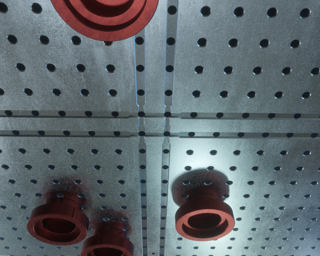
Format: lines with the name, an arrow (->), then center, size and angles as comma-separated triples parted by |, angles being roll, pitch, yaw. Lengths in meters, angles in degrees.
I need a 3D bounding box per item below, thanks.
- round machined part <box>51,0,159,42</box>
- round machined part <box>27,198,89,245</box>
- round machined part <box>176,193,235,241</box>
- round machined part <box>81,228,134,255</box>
round machined part -> -0.049, -0.134, 0.285 | 0.099, 0.042, 0.097 | -1, 130, 0
round machined part -> -0.171, 0.158, 0.532 | 0.099, 0.042, 0.097 | -1, 130, 0
round machined part -> 0.075, 0.149, 0.529 | 0.099, 0.042, 0.097 | -1, 130, 0
round machined part -> -0.099, 0.229, 0.594 | 0.099, 0.042, 0.097 | -1, 130, 0
